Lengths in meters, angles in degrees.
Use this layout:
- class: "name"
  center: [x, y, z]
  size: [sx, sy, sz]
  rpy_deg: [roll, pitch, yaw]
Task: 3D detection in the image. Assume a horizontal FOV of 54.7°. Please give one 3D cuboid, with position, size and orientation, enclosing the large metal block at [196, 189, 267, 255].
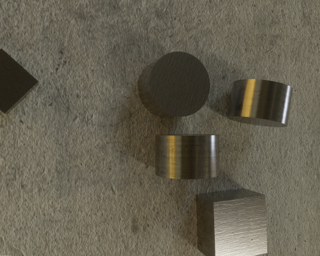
- class: "large metal block"
  center: [0.099, 0.133, 0.432]
  size: [0.081, 0.050, 0.079]
  rpy_deg: [-3, 91, -20]

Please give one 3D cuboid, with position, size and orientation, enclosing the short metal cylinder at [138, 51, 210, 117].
- class: "short metal cylinder"
  center: [0.017, -0.054, 0.402]
  size: [0.081, 0.050, 0.079]
  rpy_deg: [0, 90, -20]

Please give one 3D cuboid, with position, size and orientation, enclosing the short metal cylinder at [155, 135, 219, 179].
- class: "short metal cylinder"
  center: [0.034, 0.033, 0.392]
  size: [0.081, 0.080, 0.050]
  rpy_deg: [0, 90, -20]

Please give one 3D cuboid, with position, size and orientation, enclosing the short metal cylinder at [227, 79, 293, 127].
- class: "short metal cylinder"
  center: [0.138, -0.033, 0.431]
  size: [0.081, 0.080, 0.050]
  rpy_deg: [11, 87, -20]

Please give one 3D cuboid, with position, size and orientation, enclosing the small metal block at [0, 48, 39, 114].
- class: "small metal block"
  center: [-0.173, -0.051, 0.345]
  size: [0.050, 0.025, 0.050]
  rpy_deg: [44, 76, -15]
